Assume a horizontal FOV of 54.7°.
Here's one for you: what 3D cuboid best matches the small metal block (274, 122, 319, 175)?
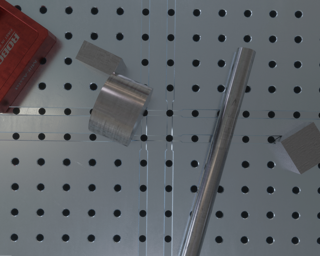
[{"bbox_3d":[0.191,0.026,0.415,0.050,0.025,0.050,-32,90,0],"label":"small metal block"}]

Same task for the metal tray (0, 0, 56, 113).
[{"bbox_3d":[-0.214,-0.096,0.408,0.090,0.030,0.130,35,90,0],"label":"metal tray"}]

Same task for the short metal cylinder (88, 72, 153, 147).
[{"bbox_3d":[-0.047,-0.023,0.385,0.050,0.080,0.080,24,90,0],"label":"short metal cylinder"}]

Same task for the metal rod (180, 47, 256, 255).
[{"bbox_3d":[0.076,0.041,0.413,0.025,0.025,0.298,16,90,0],"label":"metal rod"}]

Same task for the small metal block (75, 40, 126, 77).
[{"bbox_3d":[-0.074,-0.085,0.400,0.050,0.050,0.025,26,90,0],"label":"small metal block"}]
